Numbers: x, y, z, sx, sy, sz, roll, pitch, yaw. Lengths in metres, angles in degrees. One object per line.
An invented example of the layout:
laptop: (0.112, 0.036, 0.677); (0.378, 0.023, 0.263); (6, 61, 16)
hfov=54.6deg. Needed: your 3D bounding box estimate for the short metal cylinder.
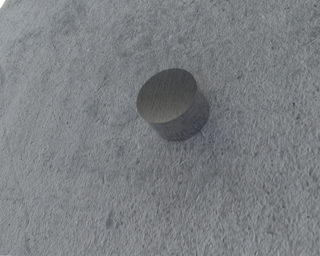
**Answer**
short metal cylinder: (0.017, -0.029, 0.398); (0.080, 0.050, 0.080); (-13, 56, 21)
